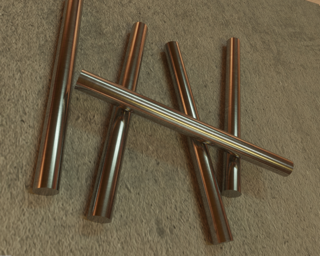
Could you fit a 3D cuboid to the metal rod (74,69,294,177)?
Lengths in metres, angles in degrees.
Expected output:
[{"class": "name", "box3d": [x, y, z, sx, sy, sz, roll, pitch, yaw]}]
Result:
[{"class": "metal rod", "box3d": [0.042, 0.000, 0.392, 0.302, 0.025, 0.025, 23, 53, -15]}]

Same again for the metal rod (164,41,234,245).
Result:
[{"class": "metal rod", "box3d": [0.046, 0.002, 0.426, 0.025, 0.025, 0.299, 2, 61, -27]}]

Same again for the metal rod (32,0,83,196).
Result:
[{"class": "metal rod", "box3d": [-0.118, -0.066, 0.380, 0.025, 0.025, 0.299, 11, 57, -22]}]

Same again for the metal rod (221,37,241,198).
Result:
[{"class": "metal rod", "box3d": [0.114, -0.036, 0.486, 0.025, 0.025, 0.300, 21, 54, -16]}]

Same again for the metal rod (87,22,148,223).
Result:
[{"class": "metal rod", "box3d": [-0.046, -0.031, 0.397, 0.025, 0.025, 0.300, 19, 54, -17]}]
